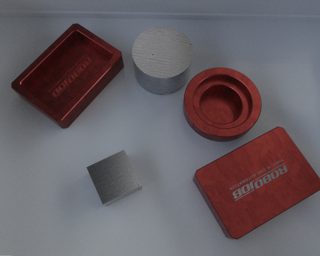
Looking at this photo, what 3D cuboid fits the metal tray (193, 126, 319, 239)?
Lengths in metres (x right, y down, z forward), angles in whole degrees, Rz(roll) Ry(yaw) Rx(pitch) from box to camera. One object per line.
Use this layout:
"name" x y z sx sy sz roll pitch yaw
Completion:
"metal tray" 0.119 0.066 0.384 0.131 0.030 0.090 -27 72 -10

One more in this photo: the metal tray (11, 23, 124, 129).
"metal tray" -0.125 -0.075 0.432 0.090 0.030 0.130 35 73 11

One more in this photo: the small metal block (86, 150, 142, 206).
"small metal block" -0.056 0.063 0.386 0.050 0.025 0.050 -25 72 -9

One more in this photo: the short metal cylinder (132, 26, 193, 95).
"short metal cylinder" 0.004 -0.092 0.430 0.081 0.050 0.080 0 70 0

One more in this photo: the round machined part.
"round machined part" 0.079 -0.028 0.412 0.099 0.042 0.098 0 70 -1
